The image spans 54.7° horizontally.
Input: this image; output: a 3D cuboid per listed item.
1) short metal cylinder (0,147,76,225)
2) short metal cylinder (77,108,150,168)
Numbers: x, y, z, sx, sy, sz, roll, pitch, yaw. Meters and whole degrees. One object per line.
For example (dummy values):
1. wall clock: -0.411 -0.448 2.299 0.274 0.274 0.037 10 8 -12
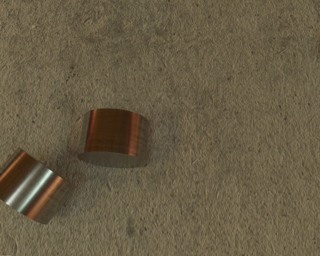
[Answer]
1. short metal cylinder: -0.145 0.065 0.354 0.080 0.080 0.050 32 73 11
2. short metal cylinder: -0.054 0.015 0.373 0.080 0.080 0.050 4 70 1
